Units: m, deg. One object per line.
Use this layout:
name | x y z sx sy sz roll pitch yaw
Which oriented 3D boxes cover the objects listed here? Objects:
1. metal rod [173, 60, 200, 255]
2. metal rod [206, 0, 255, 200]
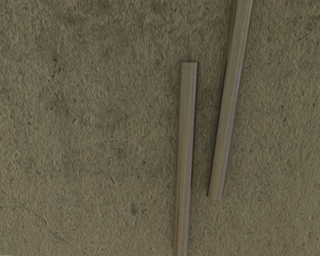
metal rod | 0.034 0.058 0.431 0.025 0.025 0.298 1 110 -1
metal rod | 0.089 -0.042 0.395 0.025 0.025 0.298 3 110 -2
